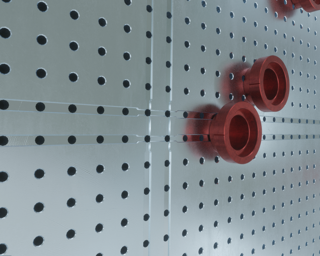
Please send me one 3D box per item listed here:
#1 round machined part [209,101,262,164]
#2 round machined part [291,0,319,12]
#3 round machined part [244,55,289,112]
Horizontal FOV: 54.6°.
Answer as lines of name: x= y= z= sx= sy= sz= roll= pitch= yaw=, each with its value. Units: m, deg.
round machined part: x=0.117 y=0.007 z=0.495 sx=0.099 sy=0.042 sz=0.097 roll=0 pitch=90 yaw=-40
round machined part: x=0.309 y=-0.294 z=0.654 sx=0.099 sy=0.042 sz=0.097 roll=0 pitch=90 yaw=-40
round machined part: x=0.187 y=-0.077 z=0.552 sx=0.099 sy=0.042 sz=0.097 roll=0 pitch=90 yaw=-40
